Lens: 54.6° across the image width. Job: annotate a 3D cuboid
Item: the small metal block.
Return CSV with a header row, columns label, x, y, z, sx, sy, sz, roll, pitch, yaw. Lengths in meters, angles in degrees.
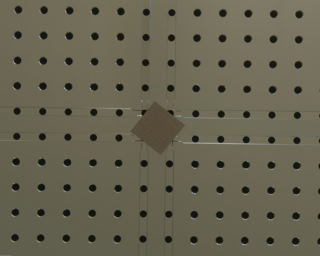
label,x,y,z,sx,sy,sz,roll,pitch,yaw
small metal block,-0.003,0.000,0.413,0.050,0.025,0.050,38,90,-1
